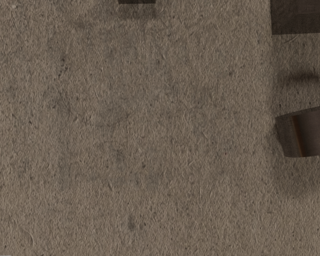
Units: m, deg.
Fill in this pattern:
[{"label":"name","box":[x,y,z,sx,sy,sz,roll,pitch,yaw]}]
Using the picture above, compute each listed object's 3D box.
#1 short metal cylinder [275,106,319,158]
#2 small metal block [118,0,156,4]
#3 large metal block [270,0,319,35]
[{"label":"short metal cylinder","box":[0.191,0.002,0.385,0.080,0.080,0.050,-14,90,0]},{"label":"small metal block","box":[-0.031,-0.194,0.409,0.050,0.025,0.050,-1,90,-1]},{"label":"large metal block","box":[0.193,-0.154,0.385,0.081,0.080,0.050,-3,90,-1]}]
